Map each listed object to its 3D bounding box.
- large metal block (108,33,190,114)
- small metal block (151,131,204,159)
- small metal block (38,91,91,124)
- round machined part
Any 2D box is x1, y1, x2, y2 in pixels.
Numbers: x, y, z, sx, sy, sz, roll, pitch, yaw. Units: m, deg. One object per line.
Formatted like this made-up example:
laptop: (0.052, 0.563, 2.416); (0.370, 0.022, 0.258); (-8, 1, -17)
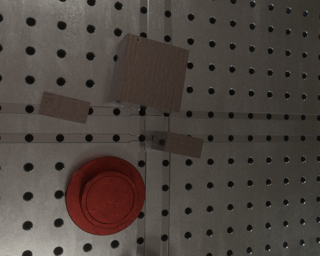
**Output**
large metal block: (-0.015, -0.065, 0.395); (0.081, 0.050, 0.080); (10, 87, -20)
small metal block: (0.022, 0.021, 0.409); (0.050, 0.050, 0.025); (13, 86, -20)
small metal block: (-0.111, -0.022, 0.359); (0.050, 0.050, 0.025); (13, 86, -20)
round machined part: (-0.065, 0.084, 0.381); (0.099, 0.042, 0.097); (0, 90, -21)
